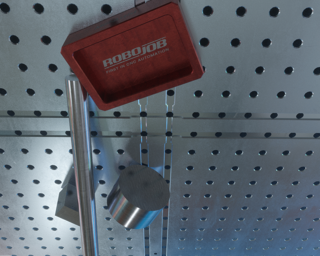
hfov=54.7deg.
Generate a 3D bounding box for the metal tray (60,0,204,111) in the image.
[{"bbox_3d":[-0.028,-0.078,0.341,0.130,0.030,0.090,-18,128,14],"label":"metal tray"}]

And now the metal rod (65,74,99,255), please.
[{"bbox_3d":[-0.105,0.072,0.431,0.025,0.025,0.298,2,118,-2],"label":"metal rod"}]

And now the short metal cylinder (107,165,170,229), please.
[{"bbox_3d":[-0.032,0.102,0.462,0.080,0.080,0.050,20,127,-16],"label":"short metal cylinder"}]

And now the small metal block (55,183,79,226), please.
[{"bbox_3d":[-0.136,0.124,0.497,0.050,0.050,0.025,35,110,-26],"label":"small metal block"}]
